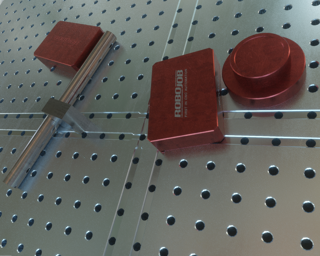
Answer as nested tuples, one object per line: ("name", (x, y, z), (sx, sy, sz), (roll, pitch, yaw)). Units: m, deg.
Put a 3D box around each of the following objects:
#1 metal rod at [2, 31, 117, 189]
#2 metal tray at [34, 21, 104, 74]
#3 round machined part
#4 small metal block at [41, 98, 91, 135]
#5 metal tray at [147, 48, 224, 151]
("metal rod", (-0.158, -0.039, 0.512), (0.025, 0.025, 0.300), (18, 71, 34))
("metal tray", (-0.170, -0.154, 0.586), (0.130, 0.030, 0.090), (21, 72, 35))
("round machined part", (0.124, -0.077, 0.379), (0.098, 0.042, 0.098), (-13, 56, 20))
("small metal block", (-0.143, -0.018, 0.476), (0.050, 0.050, 0.025), (18, 72, 33))
("metal tray", (0.034, -0.039, 0.410), (0.090, 0.030, 0.130), (-11, 57, 22))
